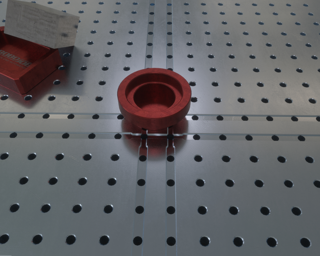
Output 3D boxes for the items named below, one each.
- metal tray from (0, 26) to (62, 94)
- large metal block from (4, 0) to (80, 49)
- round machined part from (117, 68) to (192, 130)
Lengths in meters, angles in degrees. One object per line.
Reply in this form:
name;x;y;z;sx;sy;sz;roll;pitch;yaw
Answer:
metal tray;-0.237;-0.112;0.496;0.130;0.030;0.090;24;54;19
large metal block;-0.187;-0.167;0.499;0.080;0.050;0.080;18;19;1
round machined part;-0.007;-0.036;0.426;0.099;0.042;0.098;0;50;0
